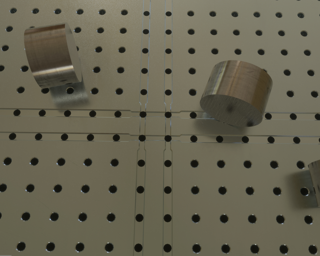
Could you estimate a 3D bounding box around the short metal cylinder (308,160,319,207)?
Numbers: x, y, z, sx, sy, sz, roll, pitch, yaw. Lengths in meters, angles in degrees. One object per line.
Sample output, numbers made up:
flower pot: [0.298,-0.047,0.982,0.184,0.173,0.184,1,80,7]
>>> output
short metal cylinder: [0.223,0.062,0.363,0.081,0.080,0.050,-4,70,-2]

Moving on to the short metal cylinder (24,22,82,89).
short metal cylinder: [-0.141,-0.097,0.416,0.050,0.080,0.080,-11,71,-4]

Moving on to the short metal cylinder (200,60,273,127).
short metal cylinder: [0.098,-0.042,0.399,0.080,0.080,0.050,20,71,7]
